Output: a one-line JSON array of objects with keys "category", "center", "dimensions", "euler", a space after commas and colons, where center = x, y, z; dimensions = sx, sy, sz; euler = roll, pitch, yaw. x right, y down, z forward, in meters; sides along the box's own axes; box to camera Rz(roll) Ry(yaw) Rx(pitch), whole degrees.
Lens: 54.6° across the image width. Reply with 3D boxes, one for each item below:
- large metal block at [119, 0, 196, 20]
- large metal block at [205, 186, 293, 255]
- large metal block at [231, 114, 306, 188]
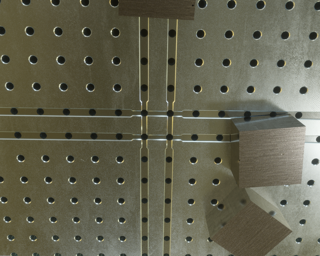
[{"category": "large metal block", "center": [-0.001, -0.163, 0.340], "dimensions": [0.080, 0.050, 0.079], "euler": [3, 110, -1]}, {"category": "large metal block", "center": [0.127, 0.140, 0.452], "dimensions": [0.080, 0.050, 0.080], "euler": [37, 106, -13]}, {"category": "large metal block", "center": [0.140, 0.030, 0.412], "dimensions": [0.080, 0.050, 0.080], "euler": [-4, 110, 1]}]
